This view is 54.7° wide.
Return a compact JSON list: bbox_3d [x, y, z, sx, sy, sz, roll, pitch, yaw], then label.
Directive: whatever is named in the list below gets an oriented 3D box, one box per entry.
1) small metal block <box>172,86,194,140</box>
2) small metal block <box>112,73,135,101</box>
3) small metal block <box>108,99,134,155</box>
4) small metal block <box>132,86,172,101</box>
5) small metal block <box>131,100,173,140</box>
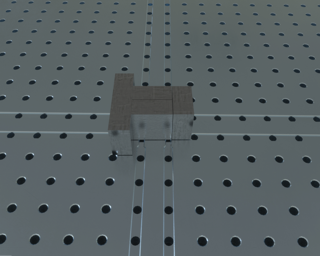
[{"bbox_3d":[0.028,-0.020,0.407,0.025,0.050,0.050,0,50,0],"label":"small metal block"},{"bbox_3d":[-0.048,-0.039,0.423,0.025,0.050,0.050,0,50,0],"label":"small metal block"},{"bbox_3d":[-0.048,-0.001,0.390,0.025,0.050,0.050,0,50,0],"label":"small metal block"},{"bbox_3d":[-0.010,-0.029,0.415,0.050,0.050,0.025,0,50,-1],"label":"small metal block"},{"bbox_3d":[-0.010,-0.010,0.399,0.050,0.050,0.025,0,50,-1],"label":"small metal block"}]
